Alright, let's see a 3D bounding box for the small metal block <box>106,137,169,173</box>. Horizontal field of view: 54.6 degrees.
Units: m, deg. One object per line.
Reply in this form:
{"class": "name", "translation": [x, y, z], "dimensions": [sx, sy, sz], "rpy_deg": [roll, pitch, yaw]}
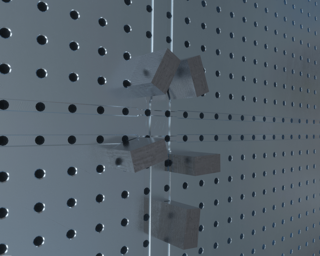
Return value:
{"class": "small metal block", "translation": [-0.027, 0.030, 0.369], "dimensions": [0.050, 0.050, 0.025], "rpy_deg": [-18, 102, -38]}

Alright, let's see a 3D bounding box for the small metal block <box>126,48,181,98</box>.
{"class": "small metal block", "translation": [-0.008, -0.067, 0.385], "dimensions": [0.025, 0.050, 0.050], "rpy_deg": [37, 68, -34]}

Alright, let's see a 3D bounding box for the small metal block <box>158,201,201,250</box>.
{"class": "small metal block", "translation": [0.025, 0.128, 0.413], "dimensions": [0.025, 0.050, 0.050], "rpy_deg": [9, 84, -40]}

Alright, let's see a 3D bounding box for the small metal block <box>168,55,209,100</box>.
{"class": "small metal block", "translation": [0.034, -0.067, 0.420], "dimensions": [0.025, 0.050, 0.050], "rpy_deg": [-27, 107, -37]}

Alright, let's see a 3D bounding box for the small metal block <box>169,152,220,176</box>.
{"class": "small metal block", "translation": [0.048, 0.049, 0.432], "dimensions": [0.050, 0.050, 0.025], "rpy_deg": [-1, 91, -40]}
